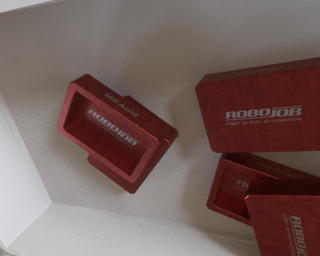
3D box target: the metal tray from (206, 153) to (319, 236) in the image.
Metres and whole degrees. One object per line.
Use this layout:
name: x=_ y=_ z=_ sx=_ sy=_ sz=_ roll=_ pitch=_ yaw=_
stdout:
metal tray: x=0.131 y=0.086 z=0.388 sx=0.130 sy=0.030 sz=0.089 roll=19 pitch=126 yaw=16

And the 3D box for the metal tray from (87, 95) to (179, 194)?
metal tray: x=-0.043 y=0.028 z=0.444 sx=0.090 sy=0.030 sz=0.129 roll=36 pitch=129 yaw=3

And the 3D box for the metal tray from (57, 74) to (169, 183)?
metal tray: x=-0.064 y=0.002 z=0.399 sx=0.130 sy=0.030 sz=0.089 roll=34 pitch=129 yaw=5

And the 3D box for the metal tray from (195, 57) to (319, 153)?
metal tray: x=0.112 y=-0.019 z=0.334 sx=0.130 sy=0.030 sz=0.089 roll=-4 pitch=117 yaw=29

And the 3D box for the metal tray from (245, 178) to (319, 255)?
metal tray: x=0.158 y=0.119 z=0.356 sx=0.090 sy=0.030 sz=0.129 roll=-7 pitch=116 yaw=30
